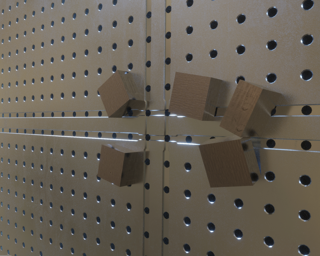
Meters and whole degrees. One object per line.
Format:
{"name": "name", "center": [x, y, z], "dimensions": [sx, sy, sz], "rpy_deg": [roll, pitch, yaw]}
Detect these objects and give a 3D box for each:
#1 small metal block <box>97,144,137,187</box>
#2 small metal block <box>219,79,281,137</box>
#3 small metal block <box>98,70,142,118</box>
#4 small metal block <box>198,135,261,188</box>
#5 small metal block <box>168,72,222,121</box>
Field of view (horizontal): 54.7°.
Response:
{"name": "small metal block", "center": [-0.064, 0.054, 0.460], "dimensions": [0.050, 0.025, 0.050], "rpy_deg": [15, 100, 38]}
{"name": "small metal block", "center": [0.093, -0.019, 0.316], "dimensions": [0.025, 0.050, 0.050], "rpy_deg": [32, 110, 35]}
{"name": "small metal block", "center": [-0.060, -0.049, 0.456], "dimensions": [0.050, 0.025, 0.050], "rpy_deg": [-36, 68, 34]}
{"name": "small metal block", "center": [0.076, 0.036, 0.338], "dimensions": [0.050, 0.025, 0.050], "rpy_deg": [-12, 97, 39]}
{"name": "small metal block", "center": [0.042, -0.038, 0.374], "dimensions": [0.050, 0.025, 0.050], "rpy_deg": [17, 101, 38]}
